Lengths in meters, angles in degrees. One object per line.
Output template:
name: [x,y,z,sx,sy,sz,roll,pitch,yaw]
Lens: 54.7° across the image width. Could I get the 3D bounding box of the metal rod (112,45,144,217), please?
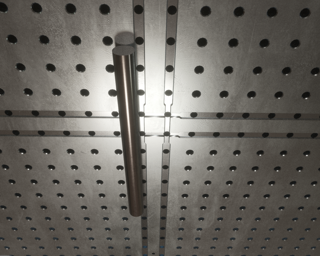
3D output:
metal rod: [-0.040,0.028,0.435,0.025,0.025,0.298,0,130,0]
